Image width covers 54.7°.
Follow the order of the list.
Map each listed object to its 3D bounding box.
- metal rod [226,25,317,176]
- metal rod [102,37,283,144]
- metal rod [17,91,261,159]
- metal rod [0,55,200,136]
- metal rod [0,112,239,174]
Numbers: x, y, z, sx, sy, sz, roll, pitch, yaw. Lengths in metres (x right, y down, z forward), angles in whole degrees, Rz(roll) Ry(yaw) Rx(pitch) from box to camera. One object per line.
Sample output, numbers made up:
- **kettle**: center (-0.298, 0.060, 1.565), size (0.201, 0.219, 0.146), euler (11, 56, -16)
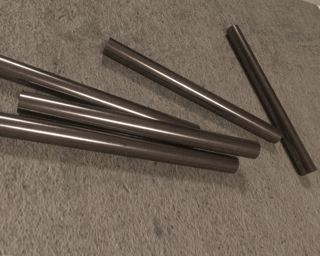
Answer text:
- **metal rod**: center (0.188, -0.060, 0.544), size (0.025, 0.025, 0.299), euler (-7, 65, -32)
- **metal rod**: center (0.057, -0.051, 0.467), size (0.301, 0.025, 0.025), euler (26, 52, -12)
- **metal rod**: center (-0.011, 0.001, 0.382), size (0.302, 0.025, 0.025), euler (12, 57, -17)
- **metal rod**: center (-0.087, -0.038, 0.381), size (0.302, 0.025, 0.025), euler (19, 54, -18)
- **metal rod**: center (-0.035, 0.023, 0.372), size (0.302, 0.025, 0.025), euler (12, 57, -22)
